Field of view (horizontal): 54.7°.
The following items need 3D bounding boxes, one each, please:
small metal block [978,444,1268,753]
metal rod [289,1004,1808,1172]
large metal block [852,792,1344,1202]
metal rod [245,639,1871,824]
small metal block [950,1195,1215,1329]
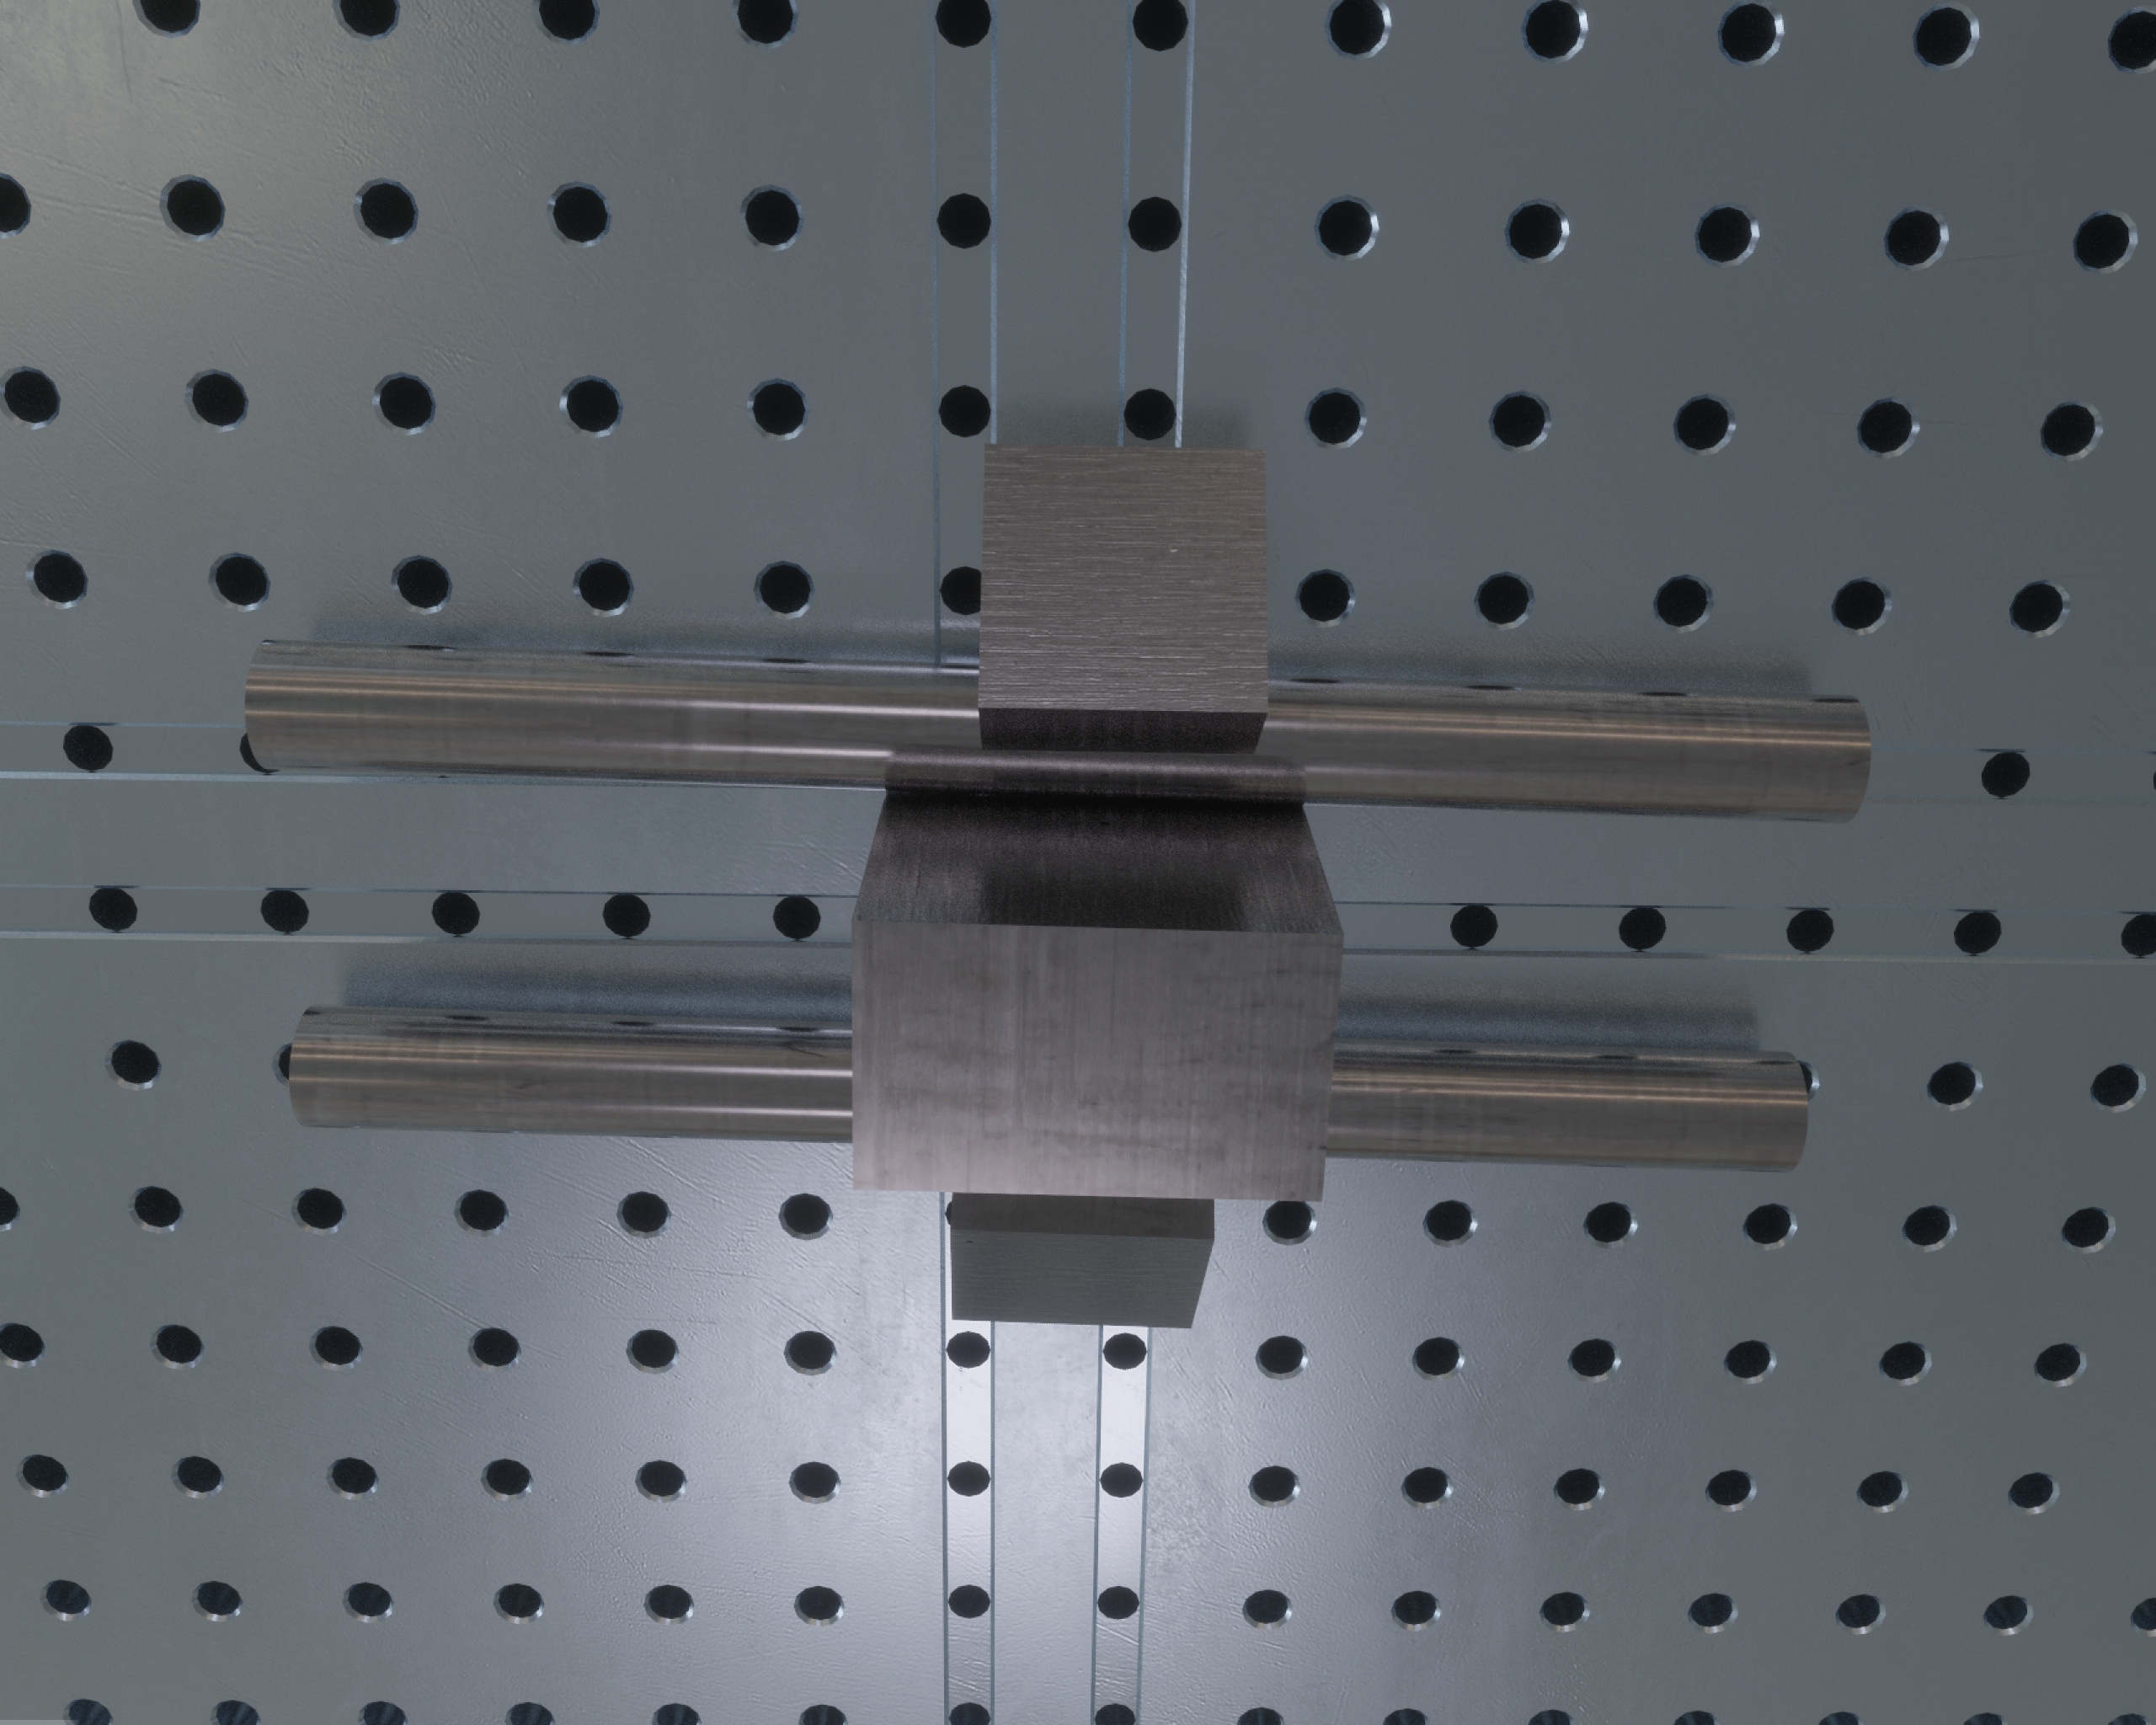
[{"bbox_3d":[0.008,-0.048,0.380,0.050,0.025,0.050,1,76,-1],"label":"small metal block"},{"bbox_3d":[-0.005,0.046,0.427,0.302,0.025,0.025,2,110,-1],"label":"metal rod"},{"bbox_3d":[0.003,0.020,0.387,0.081,0.080,0.050,2,110,-1],"label":"large metal block"},{"bbox_3d":[-0.002,-0.025,0.399,0.302,0.025,0.025,2,110,-1],"label":"metal rod"},{"bbox_3d":[0.000,0.073,0.424,0.050,0.025,0.050,2,148,-2],"label":"small metal block"}]
